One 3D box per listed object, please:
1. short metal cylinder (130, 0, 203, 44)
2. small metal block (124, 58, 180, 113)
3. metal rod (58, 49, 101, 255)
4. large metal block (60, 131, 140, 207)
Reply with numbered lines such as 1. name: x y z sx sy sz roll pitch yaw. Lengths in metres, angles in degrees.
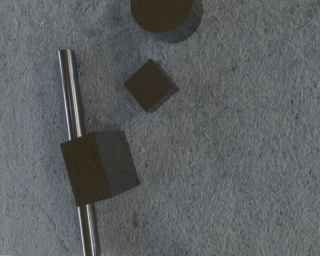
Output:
1. short metal cylinder: 0.010 -0.153 0.392 0.080 0.050 0.079 0 90 20
2. small metal block: -0.011 -0.055 0.413 0.050 0.025 0.050 -42 77 15
3. metal rod: -0.117 0.035 0.450 0.025 0.025 0.298 -9 87 20
4. large metal block: -0.075 0.050 0.406 0.050 0.080 0.080 -19 84 19
